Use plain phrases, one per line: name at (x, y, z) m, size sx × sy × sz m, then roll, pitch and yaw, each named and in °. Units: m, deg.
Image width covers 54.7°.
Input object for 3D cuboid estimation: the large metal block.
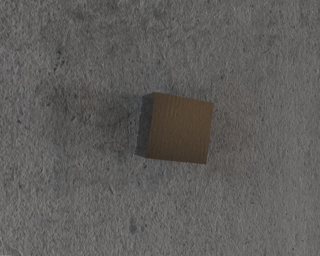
large metal block at (0.018, 0.001, 0.405) m, size 0.081 × 0.050 × 0.080 m, roll 8°, pitch 87°, yaw -20°
